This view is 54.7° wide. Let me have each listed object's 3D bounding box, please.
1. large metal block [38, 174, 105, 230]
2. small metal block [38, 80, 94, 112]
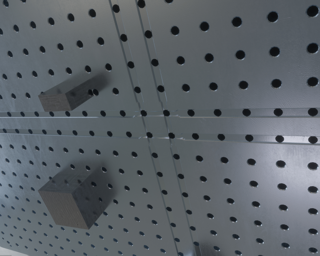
[{"bbox_3d":[-0.159,0.131,0.560,0.080,0.050,0.080,-3,117,29],"label":"large metal block"},{"bbox_3d":[-0.131,-0.046,0.436,0.050,0.050,0.025,0,118,28],"label":"small metal block"}]
